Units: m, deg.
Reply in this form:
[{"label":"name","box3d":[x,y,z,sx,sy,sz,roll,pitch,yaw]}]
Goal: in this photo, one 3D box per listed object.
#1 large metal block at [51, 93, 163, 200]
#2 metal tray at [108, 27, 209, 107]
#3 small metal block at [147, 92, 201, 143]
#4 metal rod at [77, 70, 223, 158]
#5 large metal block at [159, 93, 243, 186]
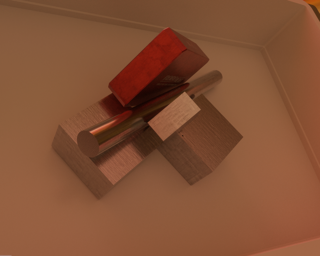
[{"label":"large metal block","box3d":[-0.058,0.018,0.344,0.080,0.050,0.080,47,51,5]},{"label":"metal tray","box3d":[0.005,-0.068,0.373,0.030,0.090,0.131,52,19,7]},{"label":"small metal block","box3d":[0.016,-0.009,0.341,0.050,0.050,0.025,-40,83,-2]},{"label":"metal rod","box3d":[0.014,-0.034,0.386,0.025,0.025,0.302,49,36,6]},{"label":"large metal block","box3d":[0.048,0.014,0.407,0.080,0.050,0.080,47,51,5]}]
